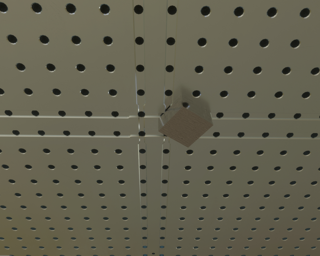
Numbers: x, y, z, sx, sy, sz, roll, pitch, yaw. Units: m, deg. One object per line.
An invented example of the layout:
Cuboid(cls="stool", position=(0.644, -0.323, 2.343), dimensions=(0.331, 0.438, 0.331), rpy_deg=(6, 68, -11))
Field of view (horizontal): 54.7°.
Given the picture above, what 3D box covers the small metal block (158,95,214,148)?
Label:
Cuboid(cls="small metal block", position=(0.033, -0.008, 0.406), dimensions=(0.050, 0.025, 0.050), rpy_deg=(29, 124, -23))
